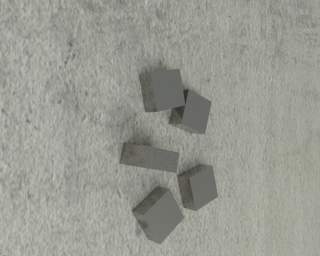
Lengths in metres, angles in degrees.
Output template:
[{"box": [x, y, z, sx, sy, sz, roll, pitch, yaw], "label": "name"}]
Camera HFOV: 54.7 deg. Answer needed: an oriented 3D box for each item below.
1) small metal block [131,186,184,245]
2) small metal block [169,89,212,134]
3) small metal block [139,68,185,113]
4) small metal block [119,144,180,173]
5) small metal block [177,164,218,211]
[{"box": [-0.002, 0.113, 0.406, 0.050, 0.025, 0.050, -39, 114, -33], "label": "small metal block"}, {"box": [0.044, -0.022, 0.444, 0.050, 0.025, 0.050, 22, 76, -39], "label": "small metal block"}, {"box": [0.004, -0.050, 0.410, 0.050, 0.025, 0.050, -16, 100, -39], "label": "small metal block"}, {"box": [-0.013, 0.037, 0.380, 0.050, 0.050, 0.025, 16, 80, -39], "label": "small metal block"}, {"box": [0.056, 0.086, 0.454, 0.050, 0.025, 0.050, -20, 103, -39], "label": "small metal block"}]
